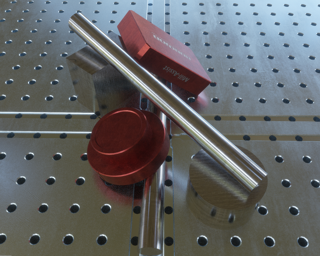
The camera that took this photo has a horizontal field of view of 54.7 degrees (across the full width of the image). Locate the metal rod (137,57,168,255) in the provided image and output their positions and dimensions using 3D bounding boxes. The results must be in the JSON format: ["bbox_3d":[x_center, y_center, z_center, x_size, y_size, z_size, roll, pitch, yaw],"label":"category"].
[{"bbox_3d":[-0.004,0.007,0.401,0.025,0.025,0.300,2,50,1],"label":"metal rod"}]

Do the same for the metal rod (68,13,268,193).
[{"bbox_3d":[-0.007,-0.043,0.352,0.025,0.025,0.300,-36,67,-26],"label":"metal rod"}]

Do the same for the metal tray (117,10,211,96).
[{"bbox_3d":[0.008,-0.104,0.441,0.131,0.030,0.090,20,35,-41],"label":"metal tray"}]

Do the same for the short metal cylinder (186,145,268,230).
[{"bbox_3d":[0.070,0.063,0.340,0.081,0.050,0.080,0,50,0],"label":"short metal cylinder"}]

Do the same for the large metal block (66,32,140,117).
[{"bbox_3d":[-0.075,-0.074,0.434,0.050,0.080,0.080,34,58,25],"label":"large metal block"}]

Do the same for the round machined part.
[{"bbox_3d":[-0.041,0.014,0.364,0.098,0.042,0.098,-11,49,13],"label":"round machined part"}]
